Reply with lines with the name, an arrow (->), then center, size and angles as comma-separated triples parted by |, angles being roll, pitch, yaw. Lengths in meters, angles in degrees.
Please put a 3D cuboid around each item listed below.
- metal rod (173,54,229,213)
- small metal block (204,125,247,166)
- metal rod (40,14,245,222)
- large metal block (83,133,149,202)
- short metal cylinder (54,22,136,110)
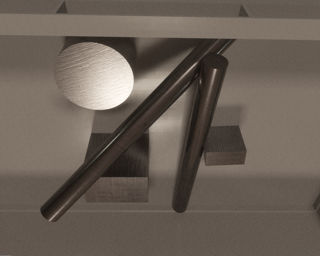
metal rod -> 0.044, 0.034, 0.411 | 0.025, 0.025, 0.298 | 3, 139, -3
small metal block -> 0.084, 0.023, 0.414 | 0.050, 0.050, 0.025 | -2, 130, 1
metal rod -> -0.026, -0.004, 0.342 | 0.300, 0.025, 0.025 | -45, 119, 9
large metal block -> -0.055, 0.052, 0.416 | 0.081, 0.080, 0.050 | 0, 130, -1
short metal cylinder -> -0.067, -0.066, 0.335 | 0.081, 0.050, 0.079 | 0, 130, 0
